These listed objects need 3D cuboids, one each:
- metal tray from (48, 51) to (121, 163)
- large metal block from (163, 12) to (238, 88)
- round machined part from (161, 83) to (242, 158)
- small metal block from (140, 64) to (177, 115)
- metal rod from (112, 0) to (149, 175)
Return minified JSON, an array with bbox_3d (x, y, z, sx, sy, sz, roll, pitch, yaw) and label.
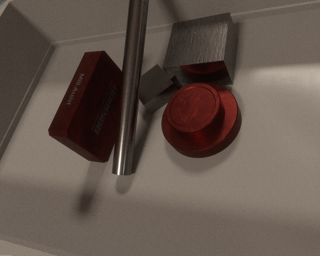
[{"bbox_3d":[-0.087,-0.028,0.425,0.030,0.090,0.130,3,63,29],"label":"metal tray"},{"bbox_3d":[0.057,-0.102,0.421,0.080,0.050,0.080,-2,61,26],"label":"large metal block"},{"bbox_3d":[0.046,-0.016,0.380,0.098,0.042,0.098,-13,56,20],"label":"round machined part"},{"bbox_3d":[-0.008,-0.056,0.443,0.050,0.025,0.050,-37,51,3],"label":"small metal block"},{"bbox_3d":[-0.034,-0.090,0.398,0.025,0.025,0.298,5,89,30],"label":"metal rod"}]
